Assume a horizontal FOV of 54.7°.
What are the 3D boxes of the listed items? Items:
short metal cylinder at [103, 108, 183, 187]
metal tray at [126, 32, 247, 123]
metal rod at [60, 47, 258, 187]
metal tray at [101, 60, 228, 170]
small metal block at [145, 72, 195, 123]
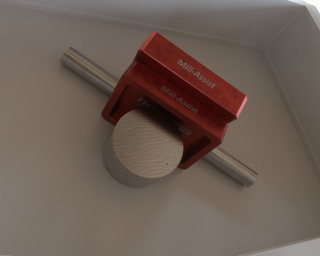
[{"bbox_3d":[-0.020,0.024,0.356,0.081,0.050,0.080,9,66,-19],"label":"short metal cylinder"},{"bbox_3d":[0.026,-0.047,0.374,0.130,0.090,0.030,34,68,-7],"label":"metal tray"},{"bbox_3d":[0.003,-0.011,0.415,0.301,0.025,0.025,34,51,-6],"label":"metal rod"},{"bbox_3d":[0.003,-0.010,0.371,0.130,0.090,0.030,34,51,-7],"label":"metal tray"},{"bbox_3d":[0.015,-0.043,0.440,0.050,0.025,0.050,35,51,-5],"label":"small metal block"}]
